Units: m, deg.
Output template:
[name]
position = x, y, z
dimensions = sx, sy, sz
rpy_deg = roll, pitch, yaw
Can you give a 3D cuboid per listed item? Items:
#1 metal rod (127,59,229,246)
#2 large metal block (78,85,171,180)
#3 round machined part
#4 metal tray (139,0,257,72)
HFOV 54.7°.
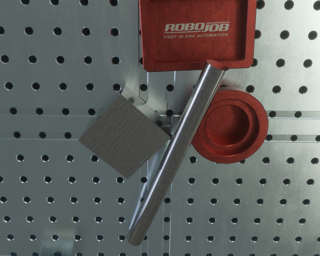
[metal rod]
position = 0.011, 0.052, 0.402
dimensions = 0.025, 0.025, 0.298
rpy_deg = 19, 121, -7
[large metal block]
position = -0.043, 0.005, 0.401
dimensions = 0.080, 0.050, 0.080
rpy_deg = 41, 105, -14
[round machined part]
position = 0.085, -0.006, 0.403
dimensions = 0.099, 0.042, 0.097
rpy_deg = 0, 110, 0
[metal tray]
position = 0.044, -0.116, 0.368
dimensions = 0.131, 0.030, 0.089
rpy_deg = -2, 110, 0
